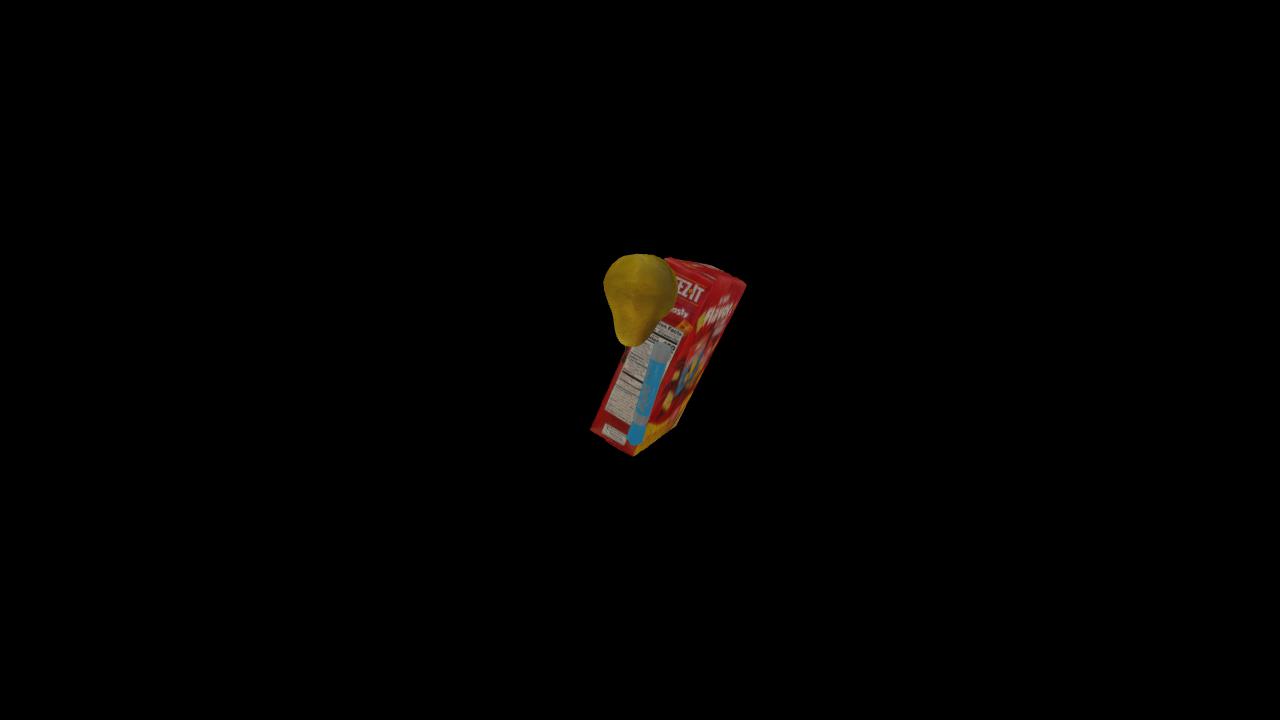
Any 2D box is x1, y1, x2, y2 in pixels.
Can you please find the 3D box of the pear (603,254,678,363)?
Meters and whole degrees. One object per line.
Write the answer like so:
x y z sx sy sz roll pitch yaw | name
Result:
-0.003 -0.052 0.637 0.080 0.111 0.080 7 -5 1 | pear

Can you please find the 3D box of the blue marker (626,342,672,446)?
0.008 0.039 0.648 0.020 0.121 0.020 14 24 -6 | blue marker

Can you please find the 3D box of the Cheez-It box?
0.039 -0.009 0.750 0.071 0.223 0.166 29 16 16 | Cheez-It box
